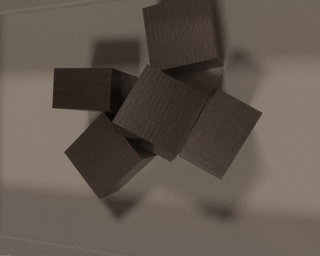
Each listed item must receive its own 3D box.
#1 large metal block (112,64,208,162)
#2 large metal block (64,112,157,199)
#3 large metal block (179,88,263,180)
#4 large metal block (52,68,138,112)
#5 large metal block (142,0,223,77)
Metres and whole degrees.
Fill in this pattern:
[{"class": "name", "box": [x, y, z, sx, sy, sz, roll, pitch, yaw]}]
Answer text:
[{"class": "large metal block", "box": [-0.001, -0.016, 0.371, 0.080, 0.050, 0.080, 28, 75, 1]}, {"class": "large metal block", "box": [-0.067, 0.035, 0.420, 0.080, 0.050, 0.080, -44, 77, 14]}, {"class": "large metal block", "box": [0.065, 0.001, 0.352, 0.050, 0.080, 0.080, 29, 100, 1]}, {"class": "large metal block", "box": [-0.081, -0.047, 0.409, 0.080, 0.080, 0.050, 4, 91, 19]}, {"class": "large metal block", "box": [0.030, -0.112, 0.386, 0.080, 0.050, 0.080, -9, 87, 19]}]
